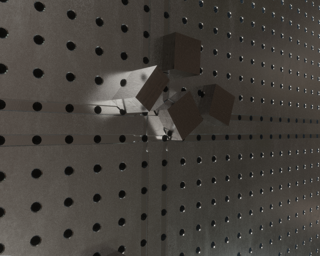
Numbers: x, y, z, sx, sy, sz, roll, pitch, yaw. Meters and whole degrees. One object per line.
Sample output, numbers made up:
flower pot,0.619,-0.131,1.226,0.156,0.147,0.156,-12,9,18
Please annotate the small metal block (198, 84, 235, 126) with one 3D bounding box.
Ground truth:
small metal block,0.088,-0.035,0.486,0.050,0.025,0.050,25,74,-38

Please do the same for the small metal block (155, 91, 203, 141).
small metal block,0.028,-0.018,0.435,0.050,0.025,0.050,-42,116,-32

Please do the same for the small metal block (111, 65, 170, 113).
small metal block,-0.024,-0.046,0.375,0.025,0.050,0.050,46,62,-31

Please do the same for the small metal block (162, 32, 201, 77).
small metal block,0.031,-0.102,0.437,0.050,0.025,0.050,4,87,-40

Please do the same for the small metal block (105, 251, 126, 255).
small metal block,-0.062,0.180,0.359,0.050,0.025,0.050,-8,96,-40
